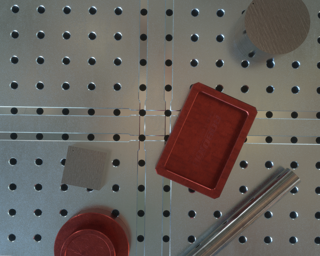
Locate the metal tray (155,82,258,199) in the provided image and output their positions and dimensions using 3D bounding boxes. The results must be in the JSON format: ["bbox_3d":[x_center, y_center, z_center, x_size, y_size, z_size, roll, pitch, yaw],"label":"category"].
[{"bbox_3d":[0.060,0.016,0.411,0.090,0.030,0.129,24,90,-1],"label":"metal tray"}]

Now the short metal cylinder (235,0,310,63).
[{"bbox_3d":[0.143,-0.130,0.403,0.081,0.050,0.079,0,90,-1],"label":"short metal cylinder"}]

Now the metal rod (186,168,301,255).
[{"bbox_3d":[0.066,0.161,0.414,0.300,0.025,0.025,-41,91,-1],"label":"metal rod"}]

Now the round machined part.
[{"bbox_3d":[-0.090,0.159,0.404,0.099,0.042,0.097,0,90,-1],"label":"round machined part"}]

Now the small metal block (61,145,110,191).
[{"bbox_3d":[-0.098,0.052,0.412,0.050,0.025,0.050,11,90,-1],"label":"small metal block"}]
